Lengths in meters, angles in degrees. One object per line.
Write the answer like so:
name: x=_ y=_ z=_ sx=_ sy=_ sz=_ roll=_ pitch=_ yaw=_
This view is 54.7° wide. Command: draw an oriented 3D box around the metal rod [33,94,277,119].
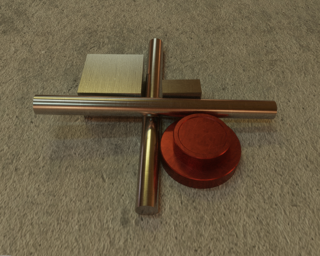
metal rod: x=-0.002 y=-0.026 z=0.394 sx=0.302 sy=0.025 sz=0.025 roll=1 pitch=50 yaw=-5

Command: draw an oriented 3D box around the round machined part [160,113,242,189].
round machined part: x=0.049 y=0.021 z=0.376 sx=0.099 sy=0.042 sz=0.098 roll=0 pitch=50 yaw=0

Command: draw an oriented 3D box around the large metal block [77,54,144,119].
large metal block: x=-0.064 y=-0.059 z=0.436 sx=0.081 sy=0.050 sz=0.080 roll=1 pitch=50 yaw=0

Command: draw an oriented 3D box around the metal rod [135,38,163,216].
metal rod: x=-0.011 y=-0.026 z=0.427 sx=0.025 sy=0.025 sz=0.300 roll=1 pitch=50 yaw=1

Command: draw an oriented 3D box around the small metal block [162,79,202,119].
small metal block: x=0.028 y=-0.039 z=0.422 sx=0.050 sy=0.050 sz=0.025 roll=-1 pitch=50 yaw=-1
